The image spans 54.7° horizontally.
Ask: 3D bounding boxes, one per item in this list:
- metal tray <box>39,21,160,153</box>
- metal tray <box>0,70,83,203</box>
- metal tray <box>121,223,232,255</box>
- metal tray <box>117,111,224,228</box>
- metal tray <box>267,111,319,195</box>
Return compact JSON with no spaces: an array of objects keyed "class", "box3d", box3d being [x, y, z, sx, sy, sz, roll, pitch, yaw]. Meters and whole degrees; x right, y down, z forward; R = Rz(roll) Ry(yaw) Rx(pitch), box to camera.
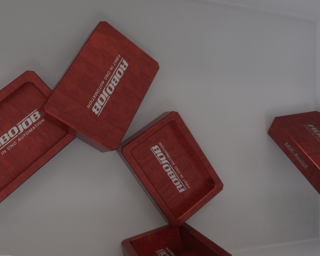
[{"class":"metal tray","box3d":[-0.066,-0.048,0.364,0.090,0.030,0.130,35,66,-23]},{"class":"metal tray","box3d":[-0.164,0.010,0.347,0.130,0.030,0.090,-43,104,-15]},{"class":"metal tray","box3d":[0.014,0.153,0.360,0.091,0.130,0.030,-13,95,-20]},{"class":"metal tray","box3d":[0.015,0.054,0.413,0.090,0.030,0.130,-36,102,-16]},{"class":"metal tray","box3d":[0.231,0.031,0.447,0.091,0.130,0.030,-8,135,-20]}]
